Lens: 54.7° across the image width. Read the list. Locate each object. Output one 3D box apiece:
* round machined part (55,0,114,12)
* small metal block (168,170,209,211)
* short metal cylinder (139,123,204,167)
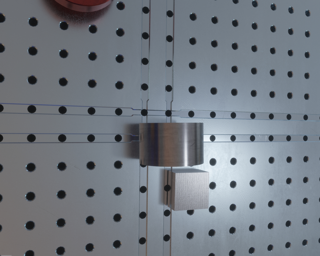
[{"bbox_3d":[-0.094,-0.187,0.368,0.099,0.042,0.097,0,90,-20],"label":"round machined part"},{"bbox_3d":[0.039,0.085,0.427,0.050,0.025,0.050,2,90,-20],"label":"small metal block"},{"bbox_3d":[0.014,0.018,0.389,0.081,0.080,0.050,-1,91,-20],"label":"short metal cylinder"}]
